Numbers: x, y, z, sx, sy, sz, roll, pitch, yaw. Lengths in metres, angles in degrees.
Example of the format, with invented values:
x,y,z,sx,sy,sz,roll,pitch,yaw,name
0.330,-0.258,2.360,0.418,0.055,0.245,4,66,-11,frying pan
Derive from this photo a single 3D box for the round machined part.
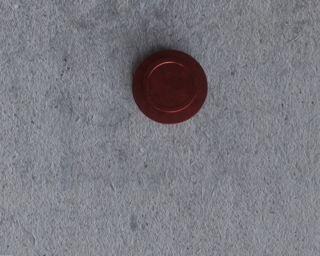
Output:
x,y,z,sx,sy,sz,roll,pitch,yaw,name
0.013,-0.053,0.401,0.099,0.042,0.097,0,90,0,round machined part
